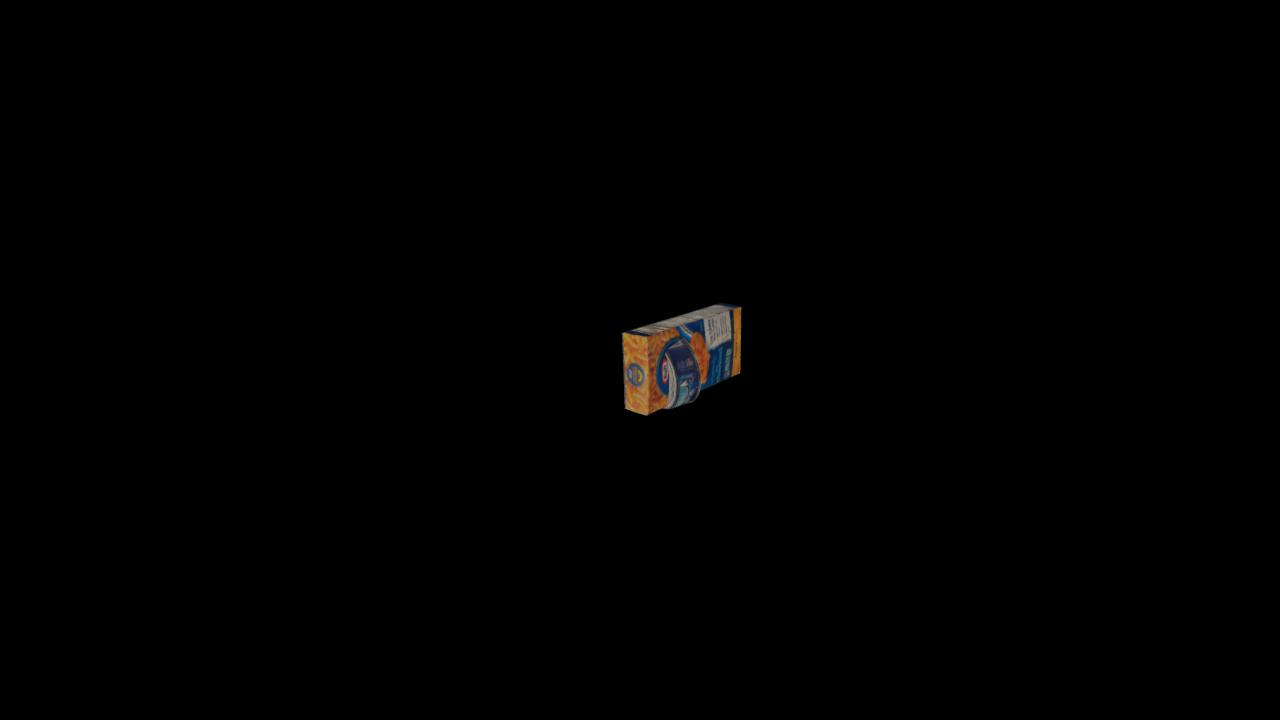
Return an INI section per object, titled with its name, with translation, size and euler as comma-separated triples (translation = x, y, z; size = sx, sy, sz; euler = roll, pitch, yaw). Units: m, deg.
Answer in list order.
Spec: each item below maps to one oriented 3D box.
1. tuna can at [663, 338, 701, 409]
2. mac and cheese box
[tuna can]
translation = 0.032, 0.013, 0.703
size = 0.034, 0.084, 0.084
euler = -15, 7, -28
[mac and cheese box]
translation = 0.055, -0.006, 0.729
size = 0.041, 0.093, 0.184
euler = 15, 25, 39
